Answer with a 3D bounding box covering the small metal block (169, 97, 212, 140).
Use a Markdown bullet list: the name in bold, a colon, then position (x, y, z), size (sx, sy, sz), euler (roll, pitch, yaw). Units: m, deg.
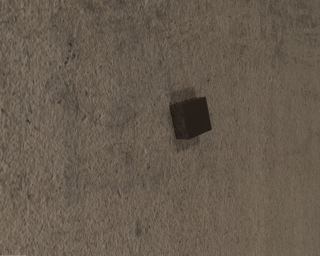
- **small metal block**: position (0.045, -0.015, 0.445), size (0.050, 0.025, 0.050), euler (-20, 103, -38)
